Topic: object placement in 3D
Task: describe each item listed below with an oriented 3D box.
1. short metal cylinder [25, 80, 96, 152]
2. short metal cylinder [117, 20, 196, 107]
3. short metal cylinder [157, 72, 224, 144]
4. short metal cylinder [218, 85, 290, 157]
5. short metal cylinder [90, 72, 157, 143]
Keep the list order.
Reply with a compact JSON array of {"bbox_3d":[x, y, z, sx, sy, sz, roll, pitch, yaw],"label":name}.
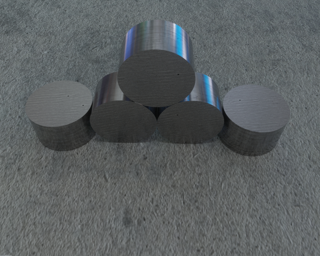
[{"bbox_3d":[-0.124,-0.016,0.401,0.081,0.050,0.080,0,50,0],"label":"short metal cylinder"},{"bbox_3d":[-0.003,-0.068,0.336,0.080,0.080,0.050,1,51,0],"label":"short metal cylinder"},{"bbox_3d":[0.037,-0.023,0.389,0.080,0.080,0.050,0,49,0],"label":"short metal cylinder"},{"bbox_3d":[0.117,-0.010,0.397,0.081,0.050,0.080,0,50,0],"label":"short metal cylinder"},{"bbox_3d":[-0.044,-0.024,0.389,0.080,0.080,0.050,0,50,0],"label":"short metal cylinder"}]
